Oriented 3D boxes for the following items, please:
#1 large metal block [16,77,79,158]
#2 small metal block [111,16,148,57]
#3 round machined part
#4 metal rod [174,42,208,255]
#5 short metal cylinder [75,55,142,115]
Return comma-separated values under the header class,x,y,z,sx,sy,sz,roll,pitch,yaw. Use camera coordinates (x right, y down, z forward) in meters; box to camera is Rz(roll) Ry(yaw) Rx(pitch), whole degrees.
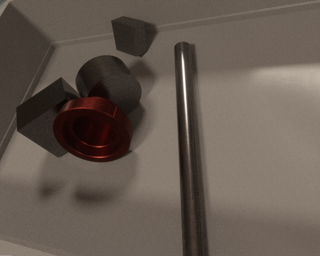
class,x,y,z,sx,sy,sz,roll,pitch,yaw
large metal block,-0.146,-0.013,0.451,0.080,0.080,0.050,-32,48,7
small metal block,-0.049,-0.149,0.501,0.050,0.050,0.025,27,48,37
round machined part,-0.084,-0.002,0.406,0.098,0.098,0.042,-14,40,20
metal rod,0.035,0.009,0.381,0.025,0.025,0.299,-14,56,20
short metal cylinder,-0.073,-0.056,0.442,0.080,0.080,0.050,-38,51,3
